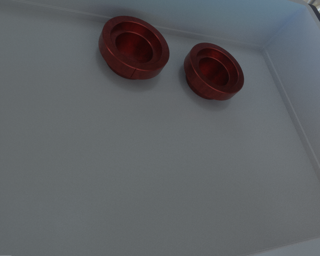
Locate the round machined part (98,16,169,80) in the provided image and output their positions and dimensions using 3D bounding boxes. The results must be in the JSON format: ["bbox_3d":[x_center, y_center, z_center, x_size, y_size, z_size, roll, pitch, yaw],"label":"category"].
[{"bbox_3d":[-0.040,-0.108,0.441,0.099,0.042,0.098,14,56,-21],"label":"round machined part"}]

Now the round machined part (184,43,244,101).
[{"bbox_3d":[0.081,-0.084,0.492,0.099,0.042,0.098,14,56,-21],"label":"round machined part"}]
